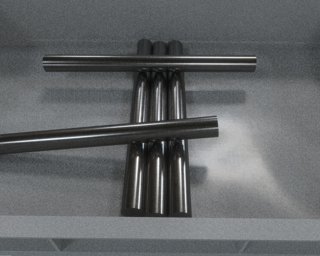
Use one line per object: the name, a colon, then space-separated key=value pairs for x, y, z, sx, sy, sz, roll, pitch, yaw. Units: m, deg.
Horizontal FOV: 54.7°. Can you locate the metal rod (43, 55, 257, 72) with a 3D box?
metal rod: x=-0.015 y=-0.094 z=0.449 sx=0.302 sy=0.025 sz=0.025 roll=0 pitch=50 yaw=0

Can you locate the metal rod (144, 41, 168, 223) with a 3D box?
metal rod: x=-0.002 y=-0.020 z=0.421 sx=0.025 sy=0.025 sz=0.300 roll=1 pitch=50 yaw=1

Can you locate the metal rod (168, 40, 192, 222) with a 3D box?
metal rod: x=0.023 y=-0.021 z=0.421 sx=0.025 sy=0.025 sz=0.300 roll=1 pitch=50 yaw=1

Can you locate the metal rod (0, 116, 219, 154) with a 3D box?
metal rod: x=-0.083 y=0.011 z=0.370 sx=0.302 sy=0.025 sz=0.025 roll=-5 pitch=50 yaw=5

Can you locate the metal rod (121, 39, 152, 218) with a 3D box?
metal rod: x=-0.027 y=-0.025 z=0.425 sx=0.025 sy=0.025 sz=0.300 roll=1 pitch=50 yaw=0
